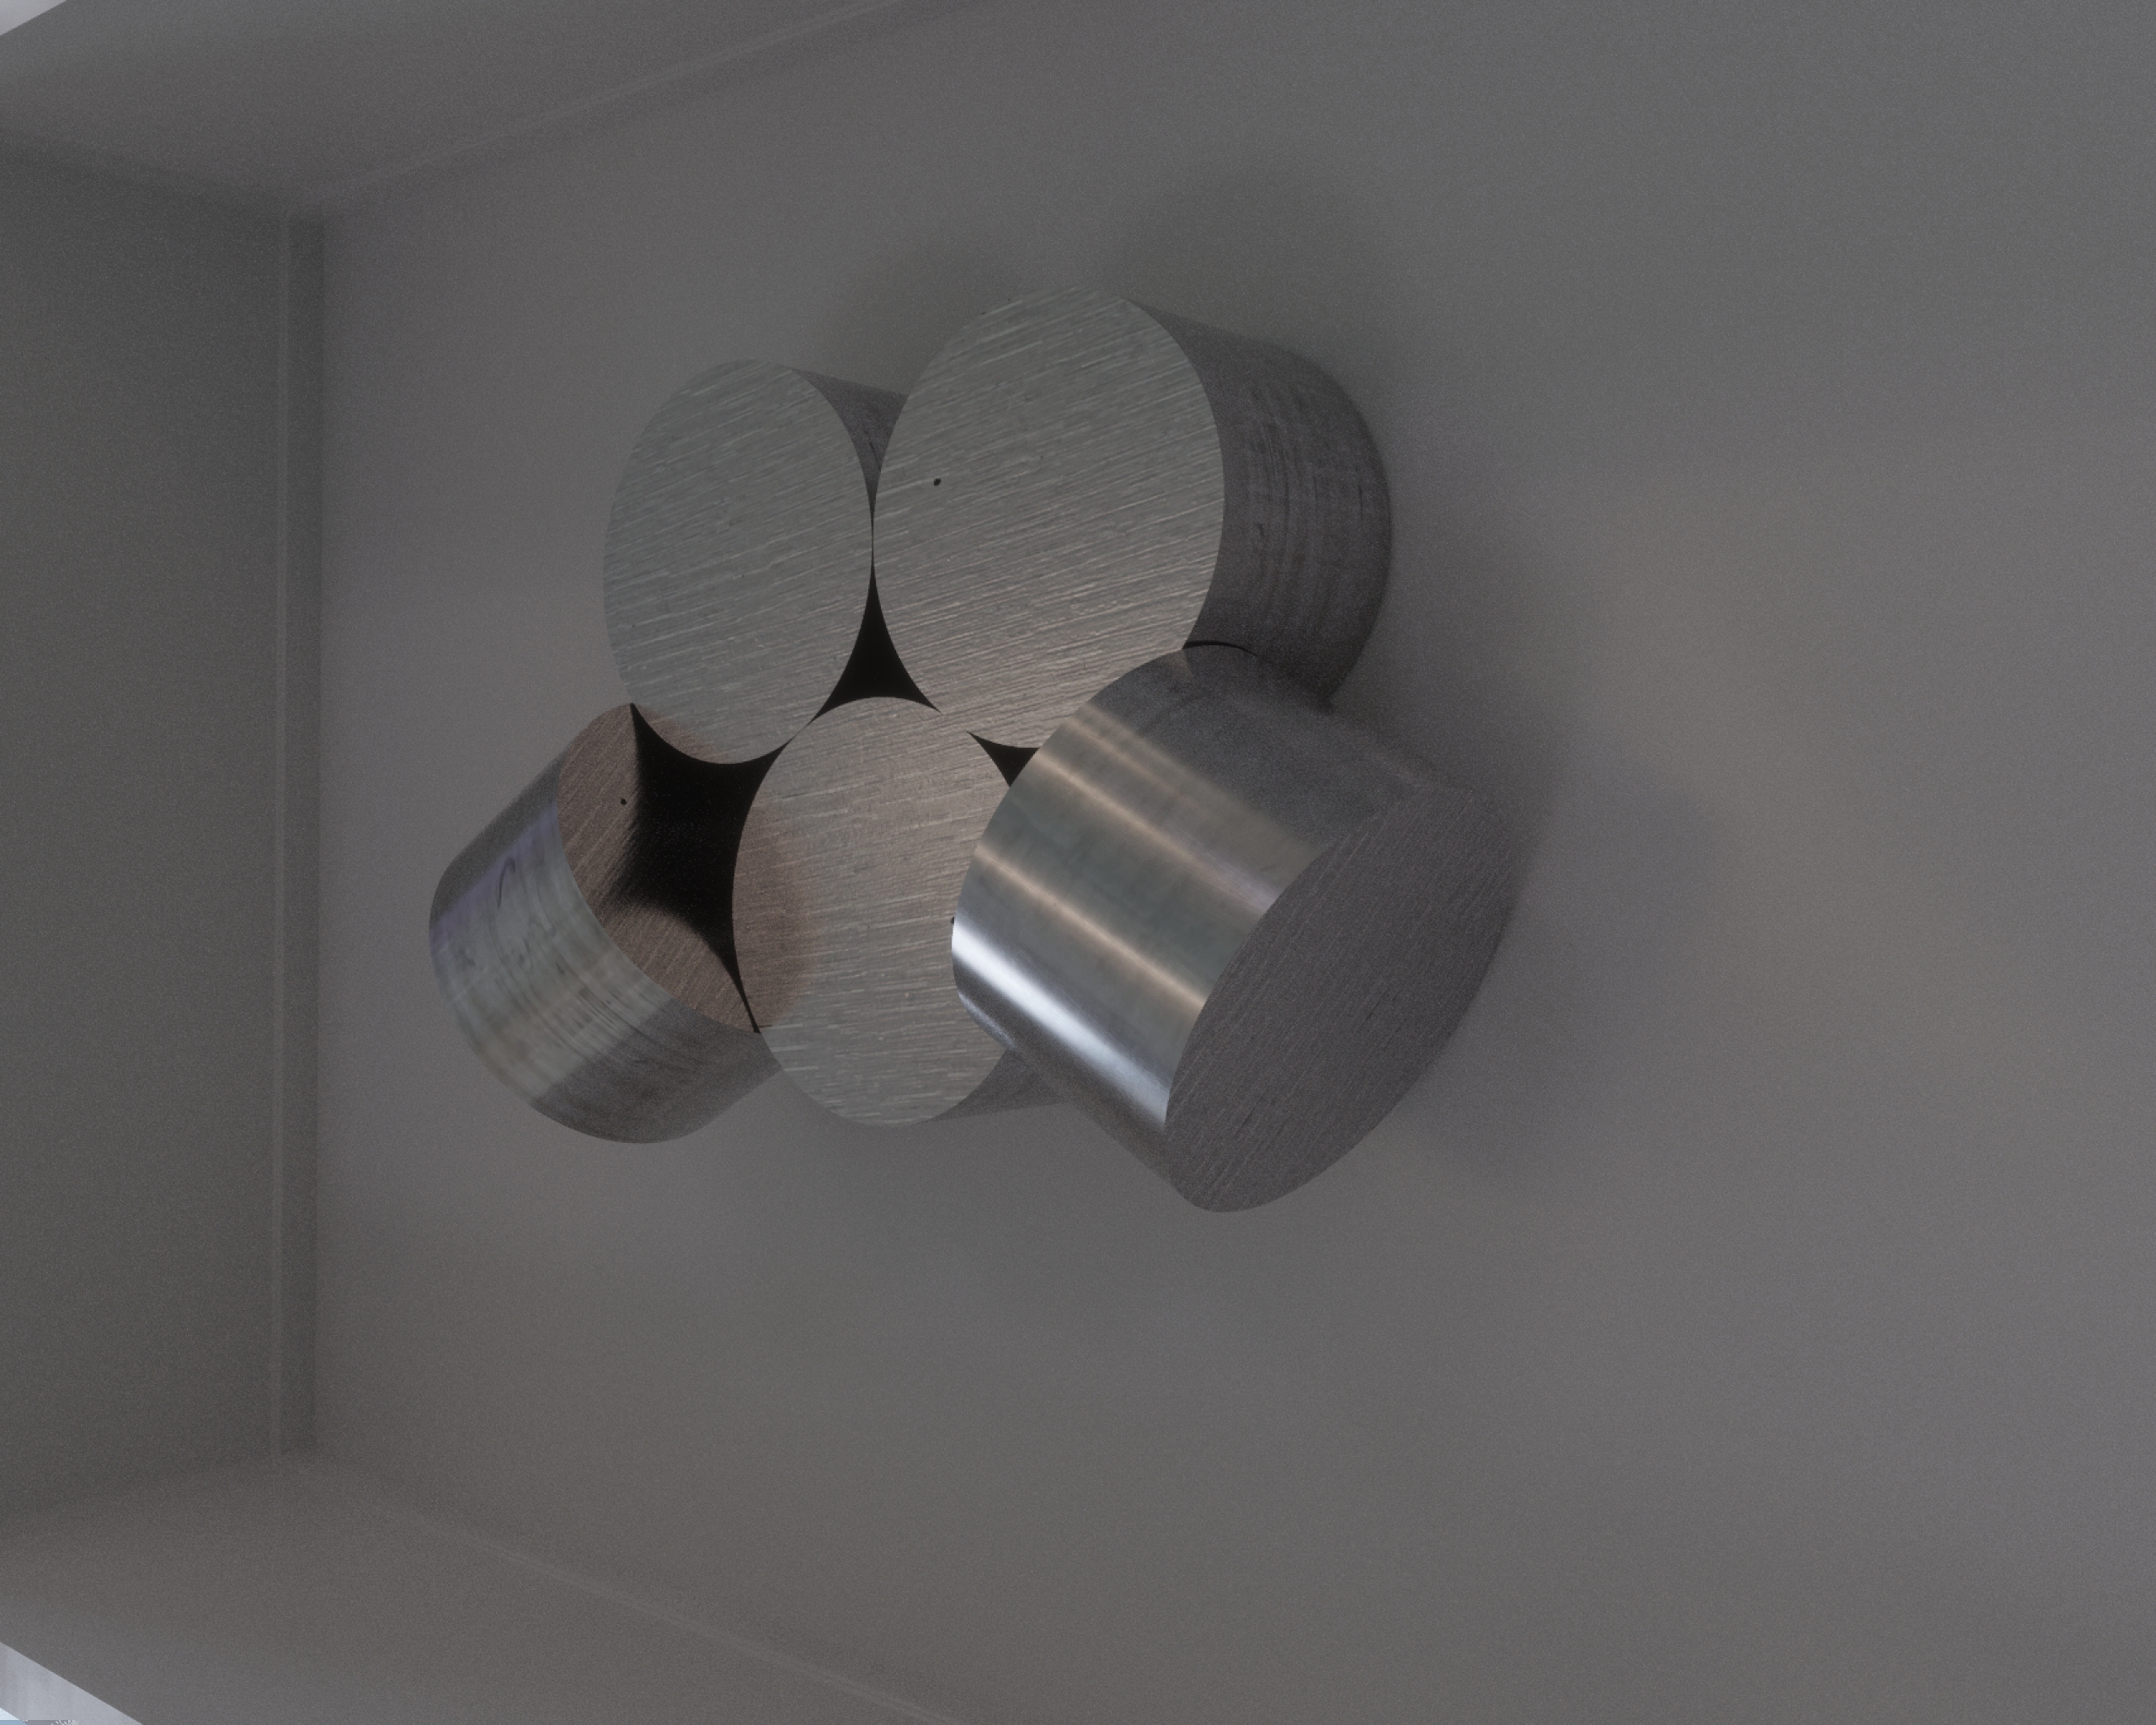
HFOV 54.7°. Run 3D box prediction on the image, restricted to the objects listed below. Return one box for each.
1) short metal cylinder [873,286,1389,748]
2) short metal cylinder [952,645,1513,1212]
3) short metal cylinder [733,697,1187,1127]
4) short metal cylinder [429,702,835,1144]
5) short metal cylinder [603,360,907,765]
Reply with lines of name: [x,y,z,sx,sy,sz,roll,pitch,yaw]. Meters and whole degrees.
short metal cylinder: [0.009,-0.060,0.381,0.080,0.050,0.080,0,90,40]
short metal cylinder: [0.026,0.011,0.347,0.050,0.081,0.079,37,113,34]
short metal cylinder: [-0.021,0.009,0.406,0.080,0.050,0.080,0,90,40]
short metal cylinder: [-0.088,0.013,0.442,0.050,0.081,0.080,-37,67,34]
short metal cylinder: [-0.053,-0.059,0.432,0.080,0.050,0.080,0,90,40]
